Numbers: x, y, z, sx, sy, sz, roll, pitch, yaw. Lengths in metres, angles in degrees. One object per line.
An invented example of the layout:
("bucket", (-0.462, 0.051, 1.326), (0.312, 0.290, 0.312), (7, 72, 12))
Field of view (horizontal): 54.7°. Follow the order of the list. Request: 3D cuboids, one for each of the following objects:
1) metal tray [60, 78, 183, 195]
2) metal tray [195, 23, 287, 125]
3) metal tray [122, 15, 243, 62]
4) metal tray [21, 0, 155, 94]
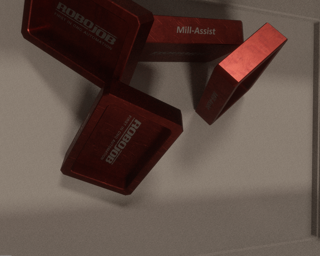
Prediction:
("metal tray", (-0.045, 0.017, 0.348), (0.090, 0.030, 0.129), (24, 126, -19))
("metal tray", (0.096, -0.061, 0.391), (0.090, 0.130, 0.030), (-41, 78, -15))
("metal tray", (0.025, -0.107, 0.385), (0.131, 0.090, 0.030), (-4, 90, -20))
("metal tray", (-0.080, -0.106, 0.323), (0.130, 0.089, 0.030), (33, 37, 8))
